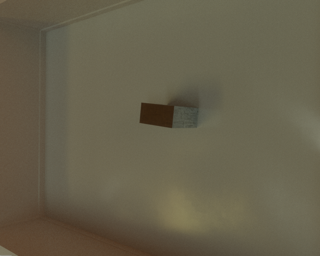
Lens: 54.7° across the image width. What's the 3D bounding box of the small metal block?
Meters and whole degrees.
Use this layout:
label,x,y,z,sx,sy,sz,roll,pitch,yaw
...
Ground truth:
label,x,y,z,sx,sy,sz,roll,pitch,yaw
small metal block,0.012,-0.015,0.379,0.050,0.050,0.025,9,96,39
